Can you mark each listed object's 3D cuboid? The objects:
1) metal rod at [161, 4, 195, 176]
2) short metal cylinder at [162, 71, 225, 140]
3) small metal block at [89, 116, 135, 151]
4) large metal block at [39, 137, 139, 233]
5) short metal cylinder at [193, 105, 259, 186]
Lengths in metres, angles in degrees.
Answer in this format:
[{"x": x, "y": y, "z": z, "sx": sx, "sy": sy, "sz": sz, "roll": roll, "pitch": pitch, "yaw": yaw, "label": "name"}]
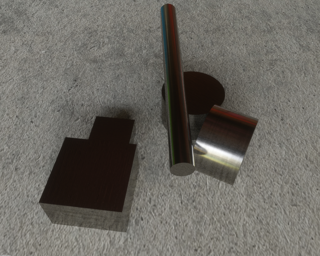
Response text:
[{"x": 0.017, "y": -0.073, "z": 0.400, "sx": 0.025, "sy": 0.025, "sz": 0.300, "roll": -1, "pitch": 50, "yaw": -1, "label": "metal rod"}, {"x": 0.042, "y": -0.030, "z": 0.413, "sx": 0.081, "sy": 0.050, "sz": 0.080, "roll": 0, "pitch": 50, "yaw": 0, "label": "short metal cylinder"}, {"x": -0.060, "y": 0.014, "z": 0.391, "sx": 0.050, "sy": 0.025, "sz": 0.050, "roll": 6, "pitch": 50, "yaw": 4, "label": "small metal block"}, {"x": -0.070, "y": 0.060, "z": 0.336, "sx": 0.080, "sy": 0.050, "sz": 0.080, "roll": 6, "pitch": 50, "yaw": 4, "label": "large metal block"}, {"x": 0.074, "y": 0.019, "z": 0.353, "sx": 0.050, "sy": 0.080, "sz": 0.080, "roll": 21, "pitch": 53, "yaw": 16, "label": "short metal cylinder"}]
